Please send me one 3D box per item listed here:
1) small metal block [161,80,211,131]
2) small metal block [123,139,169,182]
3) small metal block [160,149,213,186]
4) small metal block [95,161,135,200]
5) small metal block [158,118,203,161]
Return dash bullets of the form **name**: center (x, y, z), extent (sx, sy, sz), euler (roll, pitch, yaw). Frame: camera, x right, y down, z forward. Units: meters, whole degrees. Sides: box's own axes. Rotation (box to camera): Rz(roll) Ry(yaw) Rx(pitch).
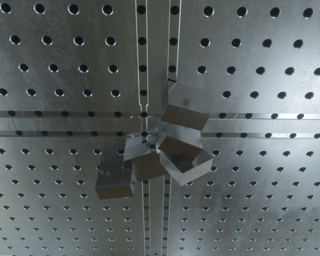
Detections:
- **small metal block**: center (0.029, -0.027, 0.372), extent (0.050, 0.050, 0.025), euler (14, 129, -12)
- **small metal block**: center (-0.018, 0.048, 0.452), extent (0.050, 0.025, 0.050), euler (-19, 128, 14)
- **small metal block**: center (0.035, 0.044, 0.420), extent (0.050, 0.050, 0.025), euler (-22, 136, -26)
- **small metal block**: center (-0.064, 0.076, 0.459), extent (0.050, 0.050, 0.025), euler (-6, 130, 5)
- **small metal block**: center (0.025, 0.010, 0.404), extent (0.050, 0.050, 0.025), euler (21, 127, -17)
